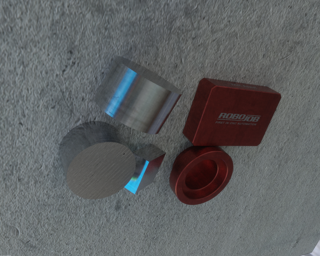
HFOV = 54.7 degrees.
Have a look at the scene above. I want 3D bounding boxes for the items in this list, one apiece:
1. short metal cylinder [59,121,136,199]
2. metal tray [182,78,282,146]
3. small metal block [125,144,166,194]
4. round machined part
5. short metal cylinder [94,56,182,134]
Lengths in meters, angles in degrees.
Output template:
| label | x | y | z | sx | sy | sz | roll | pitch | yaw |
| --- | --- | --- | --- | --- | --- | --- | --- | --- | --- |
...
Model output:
| label | x | y | z | sx | sy | sz | roll | pitch | yaw |
| --- | --- | --- | --- | --- | --- | --- | --- | --- | --- |
| short metal cylinder | -0.076 | 0.038 | 0.373 | 0.081 | 0.050 | 0.079 | -14 | 124 | -21 |
| metal tray | 0.105 | -0.019 | 0.450 | 0.131 | 0.030 | 0.089 | 2 | 117 | -30 |
| small metal block | -0.022 | 0.053 | 0.412 | 0.050 | 0.025 | 0.050 | -19 | 136 | -63 |
| round machined part | 0.058 | 0.065 | 0.468 | 0.099 | 0.042 | 0.097 | -14 | 124 | -21 |
| short metal cylinder | -0.023 | -0.036 | 0.336 | 0.080 | 0.080 | 0.050 | 20 | 108 | -36 |
